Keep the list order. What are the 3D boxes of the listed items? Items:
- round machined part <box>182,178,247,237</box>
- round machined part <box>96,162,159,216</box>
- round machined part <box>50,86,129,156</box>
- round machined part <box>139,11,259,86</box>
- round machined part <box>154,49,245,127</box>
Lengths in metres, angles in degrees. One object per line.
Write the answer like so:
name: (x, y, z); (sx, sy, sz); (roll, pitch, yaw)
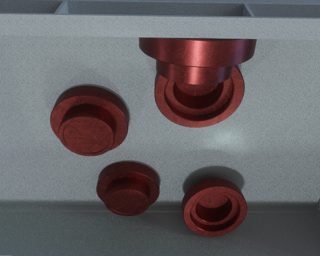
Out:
round machined part: (0.083, 0.120, 0.490); (0.099, 0.042, 0.097); (-1, 114, -3)
round machined part: (-0.050, 0.101, 0.483); (0.099, 0.042, 0.097); (0, 130, 0)
round machined part: (-0.090, -0.002, 0.395); (0.099, 0.042, 0.097); (0, 130, 0)
round machined part: (0.031, -0.070, 0.269); (0.099, 0.098, 0.042); (2, 122, -2)
round machined part: (0.043, -0.051, 0.355); (0.099, 0.042, 0.097); (0, 130, 0)
